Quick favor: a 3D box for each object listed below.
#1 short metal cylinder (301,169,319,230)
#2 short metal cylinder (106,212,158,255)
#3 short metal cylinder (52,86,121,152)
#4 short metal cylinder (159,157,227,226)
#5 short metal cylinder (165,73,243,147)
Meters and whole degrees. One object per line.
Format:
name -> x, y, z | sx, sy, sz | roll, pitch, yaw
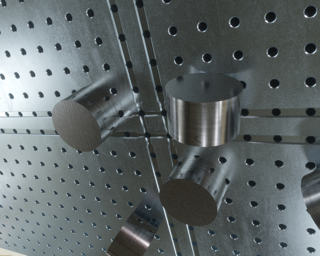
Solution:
short metal cylinder -> 0.194, 0.075, 0.320 | 0.080, 0.080, 0.050 | 47, 129, -5
short metal cylinder -> -0.045, 0.187, 0.513 | 0.050, 0.080, 0.079 | 32, 128, 7
short metal cylinder -> -0.104, -0.013, 0.440 | 0.080, 0.050, 0.079 | 13, 124, 20
short metal cylinder -> 0.046, 0.086, 0.423 | 0.080, 0.050, 0.079 | 13, 124, 20
short metal cylinder -> 0.047, -0.022, 0.336 | 0.080, 0.080, 0.050 | 10, 123, 22
